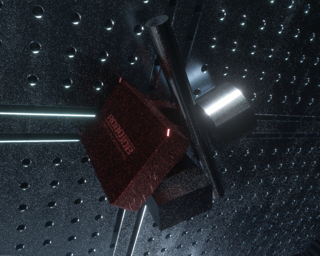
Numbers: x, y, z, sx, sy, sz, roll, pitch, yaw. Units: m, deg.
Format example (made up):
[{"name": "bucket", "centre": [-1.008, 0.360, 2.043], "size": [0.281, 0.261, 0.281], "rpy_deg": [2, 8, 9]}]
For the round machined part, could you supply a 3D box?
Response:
[{"name": "round machined part", "centre": [-0.001, 0.017, 0.412], "size": [0.099, 0.042, 0.097], "rpy_deg": [-14, 125, -21]}]

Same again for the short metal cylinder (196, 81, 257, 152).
[{"name": "short metal cylinder", "centre": [0.082, -0.015, 0.411], "size": [0.050, 0.080, 0.080], "rpy_deg": [-32, 129, -8]}]

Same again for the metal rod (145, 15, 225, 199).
[{"name": "metal rod", "centre": [0.044, -0.002, 0.408], "size": [0.025, 0.025, 0.299], "rpy_deg": [-31, 129, -9]}]

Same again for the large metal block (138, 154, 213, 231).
[{"name": "large metal block", "centre": [0.019, 0.086, 0.441], "size": [0.081, 0.080, 0.050], "rpy_deg": [-18, 126, -19]}]

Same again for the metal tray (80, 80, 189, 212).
[{"name": "metal tray", "centre": [-0.035, 0.013, 0.334], "size": [0.030, 0.130, 0.090], "rpy_deg": [31, 101, -38]}]
